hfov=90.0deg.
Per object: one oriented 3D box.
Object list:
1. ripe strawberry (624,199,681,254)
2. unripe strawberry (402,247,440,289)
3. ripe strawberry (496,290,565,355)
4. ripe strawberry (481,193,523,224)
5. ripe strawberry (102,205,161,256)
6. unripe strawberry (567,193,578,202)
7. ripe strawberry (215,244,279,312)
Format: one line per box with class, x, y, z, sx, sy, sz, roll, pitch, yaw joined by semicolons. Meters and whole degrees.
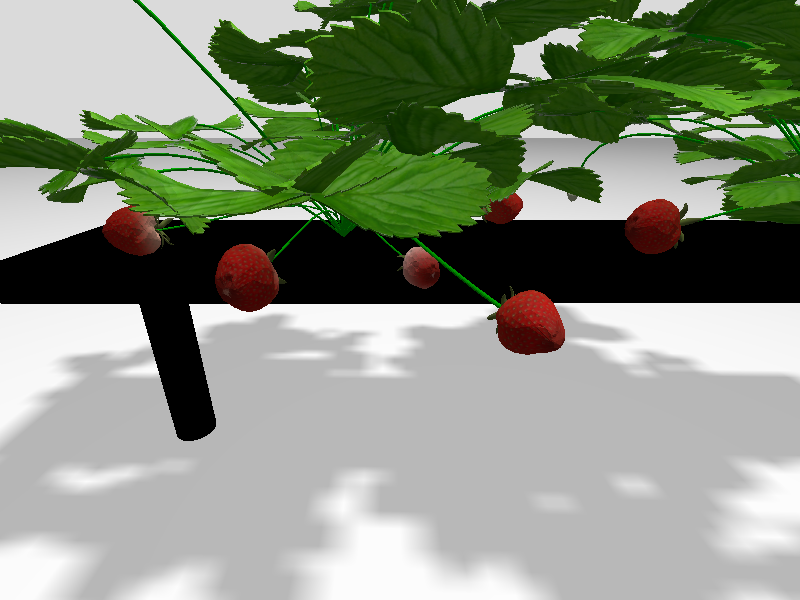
ripe strawberry;0.188;-0.055;0.302;0.039;0.040;0.035;-6;24;-12
unripe strawberry;0.013;-0.018;0.237;0.022;0.025;0.024;-12;27;-25
ripe strawberry;0.056;0.011;0.170;0.027;0.028;0.029;-12;27;-26
ripe strawberry;0.100;-0.094;0.392;0.042;0.036;0.042;-7;25;-16
ripe strawberry;-0.199;-0.052;0.299;0.036;0.037;0.033;-9;25;-18
unripe strawberry;0.196;-0.117;0.454;0.011;0.011;0.011;13;27;26
ripe strawberry;-0.081;-0.010;0.206;0.031;0.035;0.033;4;25;10
